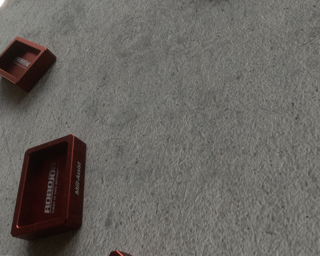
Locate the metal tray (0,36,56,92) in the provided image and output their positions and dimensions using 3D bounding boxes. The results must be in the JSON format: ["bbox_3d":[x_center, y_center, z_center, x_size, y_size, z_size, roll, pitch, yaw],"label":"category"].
[{"bbox_3d":[-0.279,-0.132,0.628,0.130,0.030,0.090,27,76,37],"label":"metal tray"}]

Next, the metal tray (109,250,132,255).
[{"bbox_3d":[-0.046,0.202,0.301,0.090,0.030,0.130,26,75,36],"label":"metal tray"}]

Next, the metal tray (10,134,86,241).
[{"bbox_3d":[-0.151,0.080,0.430,0.090,0.030,0.130,-18,55,17],"label":"metal tray"}]
